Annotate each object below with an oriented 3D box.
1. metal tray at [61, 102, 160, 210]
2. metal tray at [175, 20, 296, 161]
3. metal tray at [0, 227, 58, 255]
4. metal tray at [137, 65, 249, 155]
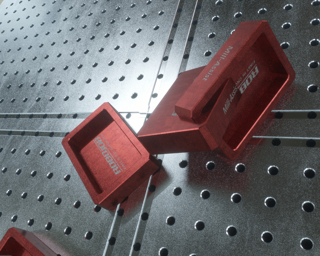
[{"bbox_3d":[-0.071,0.033,0.419,0.090,0.030,0.130,-42,51,-1],"label":"metal tray"},{"bbox_3d":[0.087,-0.041,0.341,0.130,0.090,0.030,-52,33,-9],"label":"metal tray"},{"bbox_3d":[-0.162,0.190,0.371,0.130,0.030,0.090,19,72,35],"label":"metal tray"},{"bbox_3d":[0.041,-0.027,0.357,0.090,0.030,0.130,-8,36,41],"label":"metal tray"}]
